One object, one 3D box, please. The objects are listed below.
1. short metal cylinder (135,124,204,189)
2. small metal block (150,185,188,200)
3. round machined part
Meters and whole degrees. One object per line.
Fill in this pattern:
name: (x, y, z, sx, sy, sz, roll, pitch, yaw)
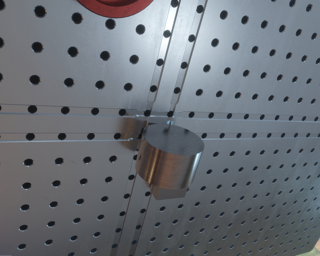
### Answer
short metal cylinder: (0.012, 0.035, 0.403, 0.081, 0.080, 0.050, -1, 119, -28)
small metal block: (0.018, 0.080, 0.470, 0.050, 0.025, 0.050, 1, 118, -29)
round machined part: (-0.045, -0.154, 0.280, 0.099, 0.042, 0.097, -14, 124, -21)
